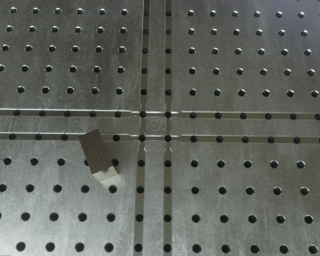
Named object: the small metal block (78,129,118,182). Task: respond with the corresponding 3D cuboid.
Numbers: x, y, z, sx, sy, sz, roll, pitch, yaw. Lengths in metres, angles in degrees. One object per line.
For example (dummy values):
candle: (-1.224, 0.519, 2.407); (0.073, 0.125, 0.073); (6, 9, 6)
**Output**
small metal block: (-0.076, 0.035, 0.385); (0.025, 0.050, 0.050); (-22, 72, -8)
